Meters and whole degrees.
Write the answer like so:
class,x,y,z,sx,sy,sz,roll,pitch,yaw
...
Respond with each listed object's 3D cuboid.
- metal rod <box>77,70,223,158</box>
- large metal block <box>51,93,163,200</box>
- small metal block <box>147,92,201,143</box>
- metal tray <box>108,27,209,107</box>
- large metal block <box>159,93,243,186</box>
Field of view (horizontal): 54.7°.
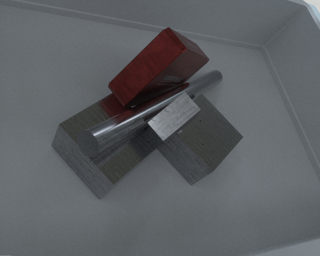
class,x,y,z,sx,sy,sz,roll,pitch,yaw
metal rod,0.014,-0.034,0.386,0.025,0.025,0.302,49,36,6
large metal block,-0.058,0.018,0.344,0.080,0.050,0.080,47,51,5
small metal block,0.016,-0.009,0.341,0.050,0.050,0.025,-40,83,-2
metal tray,0.005,-0.068,0.373,0.030,0.090,0.131,52,19,7
large metal block,0.048,0.014,0.407,0.080,0.050,0.080,47,51,5
